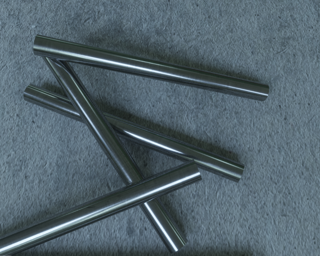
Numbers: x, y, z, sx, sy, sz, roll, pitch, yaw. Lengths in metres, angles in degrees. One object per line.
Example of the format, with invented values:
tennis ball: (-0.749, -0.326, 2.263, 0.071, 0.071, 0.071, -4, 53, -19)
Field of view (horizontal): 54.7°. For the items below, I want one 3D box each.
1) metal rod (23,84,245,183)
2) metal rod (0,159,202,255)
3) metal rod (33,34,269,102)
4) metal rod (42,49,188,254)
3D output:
metal rod: (-0.039, 0.004, 0.406, 0.301, 0.025, 0.025, 21, 71, 7)
metal rod: (-0.098, 0.102, 0.345, 0.301, 0.025, 0.025, -22, 72, 1)
metal rod: (-0.002, -0.074, 0.400, 0.302, 0.025, 0.025, 10, 70, -11)
metal rod: (-0.063, 0.016, 0.380, 0.025, 0.025, 0.299, -33, 81, -11)
